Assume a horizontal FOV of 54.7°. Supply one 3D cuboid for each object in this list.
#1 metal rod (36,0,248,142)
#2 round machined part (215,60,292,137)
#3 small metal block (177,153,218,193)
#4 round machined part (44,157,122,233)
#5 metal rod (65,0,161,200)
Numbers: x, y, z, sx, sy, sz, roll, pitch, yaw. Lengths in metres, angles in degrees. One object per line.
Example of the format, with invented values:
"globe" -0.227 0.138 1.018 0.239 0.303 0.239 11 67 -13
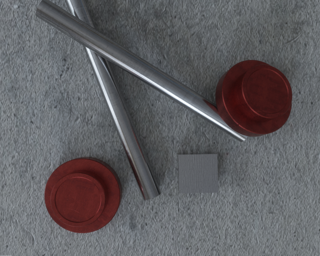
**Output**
"metal rod" -0.015 -0.069 0.393 0.301 0.025 0.025 31 90 -7
"round machined part" 0.123 -0.040 0.388 0.099 0.042 0.098 3 78 -14
"small metal block" 0.049 0.059 0.411 0.050 0.025 0.050 -1 90 0
"round machined part" -0.101 0.088 0.401 0.099 0.042 0.097 0 90 0
"metal rod" -0.065 -0.049 0.409 0.025 0.025 0.299 -21 90 0
